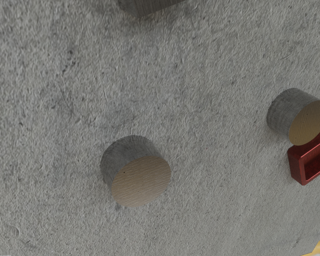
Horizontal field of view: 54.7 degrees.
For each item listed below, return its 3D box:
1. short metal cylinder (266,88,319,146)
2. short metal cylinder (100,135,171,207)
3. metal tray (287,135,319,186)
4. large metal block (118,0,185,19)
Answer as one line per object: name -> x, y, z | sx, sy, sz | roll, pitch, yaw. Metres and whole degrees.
short metal cylinder -> 0.221, -0.019, 0.500 | 0.081, 0.050, 0.079 | -14, 124, -21
short metal cylinder -> -0.033, 0.056, 0.408 | 0.081, 0.050, 0.079 | -14, 124, -21
metal tray -> 0.313, 0.044, 0.602 | 0.130, 0.030, 0.090 | -33, 129, -7
large metal block -> -0.005, -0.160, 0.289 | 0.080, 0.050, 0.080 | -26, 128, -13
